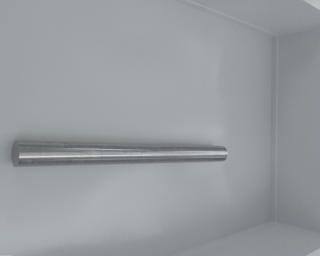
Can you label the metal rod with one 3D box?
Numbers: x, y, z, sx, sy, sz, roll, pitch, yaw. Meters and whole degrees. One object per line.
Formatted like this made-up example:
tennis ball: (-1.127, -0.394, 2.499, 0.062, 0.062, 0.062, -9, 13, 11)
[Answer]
metal rod: (-0.020, 0.032, 0.388, 0.302, 0.025, 0.025, 4, 88, -40)
